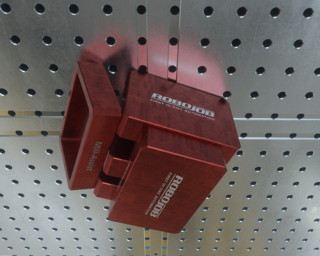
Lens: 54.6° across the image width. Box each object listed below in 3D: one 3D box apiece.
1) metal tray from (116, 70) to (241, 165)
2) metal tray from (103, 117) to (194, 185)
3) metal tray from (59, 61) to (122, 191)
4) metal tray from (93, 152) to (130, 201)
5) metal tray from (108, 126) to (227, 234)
[{"bbox_3d":[0.021,-0.013,0.356,0.131,0.090,0.030,16,129,-13],"label":"metal tray"},{"bbox_3d":[0.000,0.029,0.392,0.131,0.090,0.030,15,127,-14],"label":"metal tray"},{"bbox_3d":[-0.087,0.000,0.364,0.030,0.090,0.129,1,134,-30],"label":"metal tray"},{"bbox_3d":[-0.017,0.062,0.421,0.131,0.090,0.030,16,128,-14],"label":"metal tray"},{"bbox_3d":[0.003,0.064,0.343,0.091,0.030,0.129,16,128,-13],"label":"metal tray"}]
